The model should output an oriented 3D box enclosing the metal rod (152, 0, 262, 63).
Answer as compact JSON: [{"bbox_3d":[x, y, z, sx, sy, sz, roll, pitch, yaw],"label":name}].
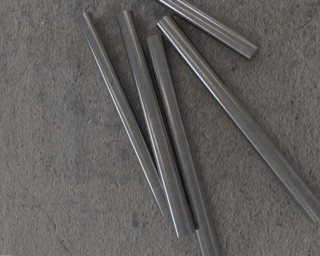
[{"bbox_3d":[0.000,-0.178,0.408,0.300,0.025,0.025,38,102,16],"label":"metal rod"}]

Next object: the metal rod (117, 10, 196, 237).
[{"bbox_3d":[-0.008,-0.013,0.401,0.025,0.025,0.299,-19,80,19],"label":"metal rod"}]

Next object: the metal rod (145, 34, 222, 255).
[{"bbox_3d":[0.029,0.025,0.398,0.025,0.025,0.298,-16,85,19],"label":"metal rod"}]

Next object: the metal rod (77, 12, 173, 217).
[{"bbox_3d":[-0.047,-0.025,0.425,0.025,0.025,0.299,-27,81,18],"label":"metal rod"}]

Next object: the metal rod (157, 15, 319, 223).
[{"bbox_3d":[0.092,-0.020,0.376,0.025,0.025,0.299,-39,78,16],"label":"metal rod"}]
